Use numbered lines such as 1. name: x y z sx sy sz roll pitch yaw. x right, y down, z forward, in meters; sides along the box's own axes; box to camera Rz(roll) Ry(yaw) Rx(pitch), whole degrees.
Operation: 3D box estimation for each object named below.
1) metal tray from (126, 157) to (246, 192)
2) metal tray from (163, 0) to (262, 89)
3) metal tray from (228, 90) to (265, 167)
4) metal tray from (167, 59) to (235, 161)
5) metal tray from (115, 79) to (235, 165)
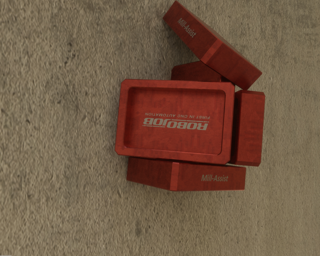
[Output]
1. metal tray: 0.035 0.058 0.395 0.131 0.090 0.030 9 85 -40
2. metal tray: 0.065 -0.109 0.403 0.090 0.130 0.030 22 117 -38
3. metal tray: 0.099 0.003 0.427 0.030 0.130 0.089 6 86 -7
4. metal tray: 0.051 -0.021 0.408 0.030 0.090 0.129 10 84 -40
5. metal tray: 0.017 -0.008 0.359 0.030 0.131 0.089 21 73 -76
